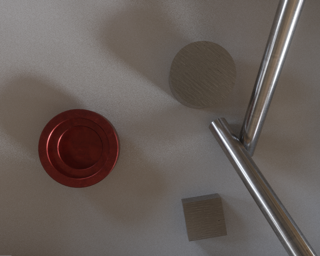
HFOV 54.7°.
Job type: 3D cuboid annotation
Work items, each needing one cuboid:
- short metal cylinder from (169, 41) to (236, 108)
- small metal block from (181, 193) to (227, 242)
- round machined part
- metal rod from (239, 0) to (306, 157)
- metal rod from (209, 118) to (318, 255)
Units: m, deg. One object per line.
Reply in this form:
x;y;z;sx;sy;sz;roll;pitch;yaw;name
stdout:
0.052;-0.066;0.400;0.081;0.050;0.079;0;90;-1;short metal cylinder
0.058;0.118;0.412;0.050;0.025;0.050;-9;90;-1;small metal block
-0.101;0.025;0.402;0.099;0.042;0.097;0;90;-1;round machined part
0.132;-0.095;0.342;0.025;0.025;0.298;8;120;-1;metal rod
0.137;0.109;0.340;0.025;0.025;0.299;-28;60;0;metal rod
